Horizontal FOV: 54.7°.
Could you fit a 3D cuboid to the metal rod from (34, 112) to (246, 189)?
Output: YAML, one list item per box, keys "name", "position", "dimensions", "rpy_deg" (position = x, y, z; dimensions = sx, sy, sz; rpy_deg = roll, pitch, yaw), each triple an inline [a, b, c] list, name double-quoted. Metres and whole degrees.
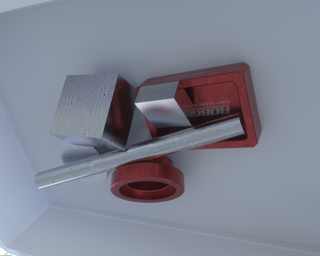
- name: "metal rod"
  position: [-0.042, 0.036, 0.396]
  dimensions: [0.300, 0.025, 0.025]
  rpy_deg: [-17, 110, 23]

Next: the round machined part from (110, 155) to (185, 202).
- name: "round machined part"
  position: [-0.016, 0.067, 0.423]
  dimensions: [0.099, 0.042, 0.098]
  rpy_deg: [0, 149, 0]

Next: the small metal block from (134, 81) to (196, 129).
- name: "small metal block"
  position: [0.007, -0.025, 0.358]
  dimensions: [0.050, 0.025, 0.050]
  rpy_deg: [-5, 143, 30]

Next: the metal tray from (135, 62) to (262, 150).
- name: "metal tray"
  position: [0.044, -0.020, 0.366]
  dimensions: [0.130, 0.030, 0.090]
  rpy_deg: [-5, 116, 30]

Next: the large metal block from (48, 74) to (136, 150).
- name: "large metal block"
  position: [-0.081, -0.020, 0.390]
  dimensions: [0.080, 0.080, 0.050]
  rpy_deg: [4, 162, 27]

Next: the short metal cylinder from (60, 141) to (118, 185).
- name: "short metal cylinder"
  position: [-0.100, 0.038, 0.464]
  dimensions: [0.080, 0.050, 0.079]
  rpy_deg: [13, 124, 20]
